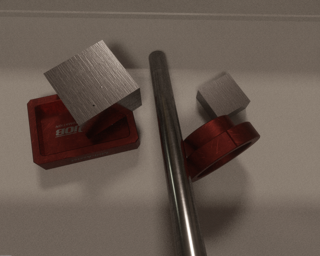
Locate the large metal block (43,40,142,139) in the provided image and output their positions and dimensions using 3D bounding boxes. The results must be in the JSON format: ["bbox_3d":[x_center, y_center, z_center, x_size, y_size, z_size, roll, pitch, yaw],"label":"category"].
[{"bbox_3d":[-0.079,-0.046,0.380,0.080,0.050,0.080,-34,74,-12],"label":"large metal block"}]

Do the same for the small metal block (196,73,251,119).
[{"bbox_3d":[0.086,-0.039,0.425,0.050,0.025,0.050,-30,73,-11],"label":"small metal block"}]

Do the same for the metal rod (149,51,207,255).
[{"bbox_3d":[0.012,0.009,0.349,0.025,0.025,0.300,-6,48,-3],"label":"metal rod"}]

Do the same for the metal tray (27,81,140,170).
[{"bbox_3d":[-0.099,-0.005,0.407,0.131,0.030,0.090,-13,71,-5],"label":"metal tray"}]

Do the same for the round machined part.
[{"bbox_3d":[0.064,0.021,0.364,0.099,0.098,0.042,-29,73,-10],"label":"round machined part"}]
